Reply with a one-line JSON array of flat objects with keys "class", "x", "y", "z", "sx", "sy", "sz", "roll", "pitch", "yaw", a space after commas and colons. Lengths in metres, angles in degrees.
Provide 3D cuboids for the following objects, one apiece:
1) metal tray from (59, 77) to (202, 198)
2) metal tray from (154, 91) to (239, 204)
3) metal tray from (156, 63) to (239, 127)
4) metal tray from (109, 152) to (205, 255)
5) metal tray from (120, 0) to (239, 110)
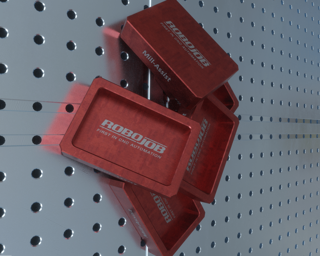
[{"class": "metal tray", "x": -0.030, "y": 0.012, "z": 0.342, "sx": 0.131, "sy": 0.030, "sz": 0.090, "roll": 24, "pitch": 72, "yaw": -6}, {"class": "metal tray", "x": 0.053, "y": 0.024, "z": 0.413, "sx": 0.090, "sy": 0.030, "sz": 0.130, "roll": 36, "pitch": 68, "yaw": -35}, {"class": "metal tray", "x": 0.060, "y": -0.054, "z": 0.458, "sx": 0.090, "sy": 0.030, "sz": 0.130, "roll": -51, "pitch": 120, "yaw": -28}, {"class": "metal tray", "x": 0.002, "y": 0.095, "z": 0.409, "sx": 0.091, "sy": 0.030, "sz": 0.129, "roll": -40, "pitch": 115, "yaw": -33}, {"class": "metal tray", "x": 0.026, "y": -0.096, "z": 0.390, "sx": 0.130, "sy": 0.030, "sz": 0.091, "roll": 49, "pitch": 56, "yaw": 5}]
